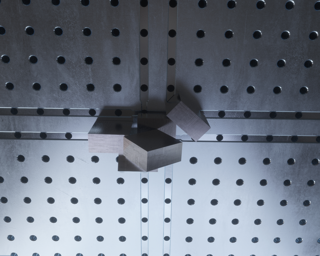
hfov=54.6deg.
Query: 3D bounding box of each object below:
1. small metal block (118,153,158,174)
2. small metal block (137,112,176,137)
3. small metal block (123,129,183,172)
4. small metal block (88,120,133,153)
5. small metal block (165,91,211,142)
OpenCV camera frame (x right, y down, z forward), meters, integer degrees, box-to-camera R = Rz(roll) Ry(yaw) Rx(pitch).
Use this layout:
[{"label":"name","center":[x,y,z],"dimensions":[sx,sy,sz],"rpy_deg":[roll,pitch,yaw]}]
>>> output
[{"label":"small metal block","center":[-0.028,0.047,0.415],"dimensions":[0.050,0.050,0.025],"rpy_deg":[1,79,0]},{"label":"small metal block","center":[-0.005,0.007,0.416],"dimensions":[0.050,0.025,0.050],"rpy_deg":[1,110,-2]},{"label":"small metal block","center":[-0.009,0.025,0.372],"dimensions":[0.050,0.050,0.025],"rpy_deg":[-13,115,-35]},{"label":"small metal block","center":[-0.062,0.011,0.403],"dimensions":[0.050,0.050,0.025],"rpy_deg":[2,111,0]},{"label":"small metal block","center":[0.034,-0.016,0.394],"dimensions":[0.050,0.050,0.025],"rpy_deg":[41,104,-14]}]
